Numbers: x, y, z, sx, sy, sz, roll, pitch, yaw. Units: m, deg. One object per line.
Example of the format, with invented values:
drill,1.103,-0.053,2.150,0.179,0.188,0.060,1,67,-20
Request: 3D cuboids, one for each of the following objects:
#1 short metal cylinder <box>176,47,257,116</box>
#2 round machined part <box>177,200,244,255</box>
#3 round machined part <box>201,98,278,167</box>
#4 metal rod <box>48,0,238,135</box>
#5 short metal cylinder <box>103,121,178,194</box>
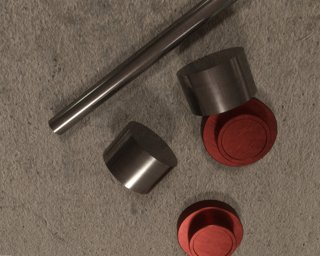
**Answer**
short metal cylinder,0.066,-0.055,0.361,0.080,0.080,0.050,-22,109,7
round machined part,0.075,0.160,0.461,0.099,0.042,0.097,0,110,-1
round machined part,0.105,0.008,0.405,0.099,0.042,0.097,0,110,-1
metal rod,-0.017,-0.086,0.377,0.300,0.025,0.025,-35,107,11
short metal cylinder,-0.024,0.037,0.394,0.080,0.080,0.050,39,105,-13
